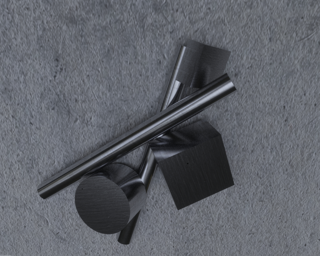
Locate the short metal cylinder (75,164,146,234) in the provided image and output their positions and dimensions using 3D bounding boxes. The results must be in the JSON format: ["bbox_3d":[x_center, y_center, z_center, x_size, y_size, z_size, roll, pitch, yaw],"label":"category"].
[{"bbox_3d":[-0.066,0.094,0.418,0.080,0.050,0.079,5,104,19],"label":"short metal cylinder"}]

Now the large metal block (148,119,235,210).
[{"bbox_3d":[0.041,0.046,0.399,0.080,0.050,0.080,-23,118,-5],"label":"large metal block"}]

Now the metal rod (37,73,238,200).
[{"bbox_3d":[-0.041,0.019,0.399,0.300,0.025,0.025,-30,108,17],"label":"metal rod"}]

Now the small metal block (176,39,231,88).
[{"bbox_3d":[0.052,-0.075,0.371,0.050,0.025,0.050,-1,116,-43],"label":"small metal block"}]

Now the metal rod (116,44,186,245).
[{"bbox_3d":[-0.010,0.035,0.423,0.025,0.025,0.298,16,109,-6],"label":"metal rod"}]
